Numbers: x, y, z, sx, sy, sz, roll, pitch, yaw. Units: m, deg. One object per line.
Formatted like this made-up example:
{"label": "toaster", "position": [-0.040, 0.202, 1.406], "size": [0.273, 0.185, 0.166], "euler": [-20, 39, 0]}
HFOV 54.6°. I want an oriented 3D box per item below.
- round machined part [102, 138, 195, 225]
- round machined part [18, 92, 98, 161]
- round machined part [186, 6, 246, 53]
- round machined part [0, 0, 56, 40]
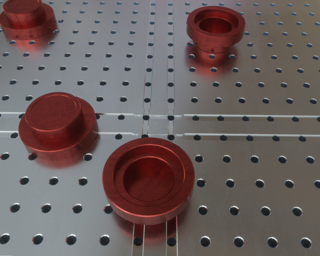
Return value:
{"label": "round machined part", "position": [-0.012, 0.061, 0.345], "size": [0.099, 0.042, 0.098], "euler": [0, 50, 0]}
{"label": "round machined part", "position": [-0.134, -0.009, 0.404], "size": [0.099, 0.042, 0.098], "euler": [0, 50, 0]}
{"label": "round machined part", "position": [0.095, -0.168, 0.538], "size": [0.099, 0.042, 0.098], "euler": [0, 50, 0]}
{"label": "round machined part", "position": [-0.247, -0.209, 0.571], "size": [0.099, 0.042, 0.098], "euler": [0, 50, 0]}
